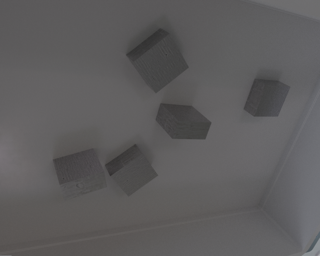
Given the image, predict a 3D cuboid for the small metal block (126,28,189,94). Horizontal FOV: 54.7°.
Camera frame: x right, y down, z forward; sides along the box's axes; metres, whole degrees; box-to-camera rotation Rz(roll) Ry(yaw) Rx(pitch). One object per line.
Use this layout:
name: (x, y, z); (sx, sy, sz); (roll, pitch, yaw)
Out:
small metal block: (-0.002, -0.077, 0.359); (0.050, 0.025, 0.050); (-39, 129, -2)

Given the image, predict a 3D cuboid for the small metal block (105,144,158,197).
small metal block: (-0.038, 0.058, 0.424); (0.050, 0.025, 0.050); (-35, 129, -5)

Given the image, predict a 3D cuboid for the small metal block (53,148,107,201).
small metal block: (-0.097, 0.054, 0.373); (0.050, 0.050, 0.025); (-16, 125, -20)

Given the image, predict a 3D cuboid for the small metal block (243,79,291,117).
small metal block: (0.161, -0.045, 0.469); (0.050, 0.025, 0.050); (-1, 119, -28)

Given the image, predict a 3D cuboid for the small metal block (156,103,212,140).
small metal block: (0.030, -0.009, 0.403); (0.050, 0.050, 0.025); (2, 117, -30)
